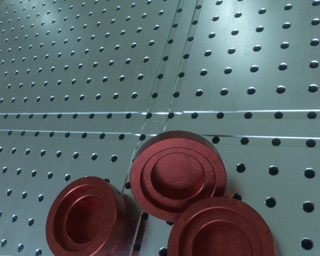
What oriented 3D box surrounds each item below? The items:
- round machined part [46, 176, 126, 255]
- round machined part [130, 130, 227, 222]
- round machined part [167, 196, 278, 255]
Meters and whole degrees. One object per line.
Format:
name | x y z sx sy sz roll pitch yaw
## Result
round machined part | -0.083 0.111 0.371 0.098 0.042 0.098 -13 56 20
round machined part | 0.019 0.048 0.334 0.098 0.098 0.042 -27 15 11
round machined part | 0.060 0.118 0.293 0.098 0.042 0.098 -13 56 21
